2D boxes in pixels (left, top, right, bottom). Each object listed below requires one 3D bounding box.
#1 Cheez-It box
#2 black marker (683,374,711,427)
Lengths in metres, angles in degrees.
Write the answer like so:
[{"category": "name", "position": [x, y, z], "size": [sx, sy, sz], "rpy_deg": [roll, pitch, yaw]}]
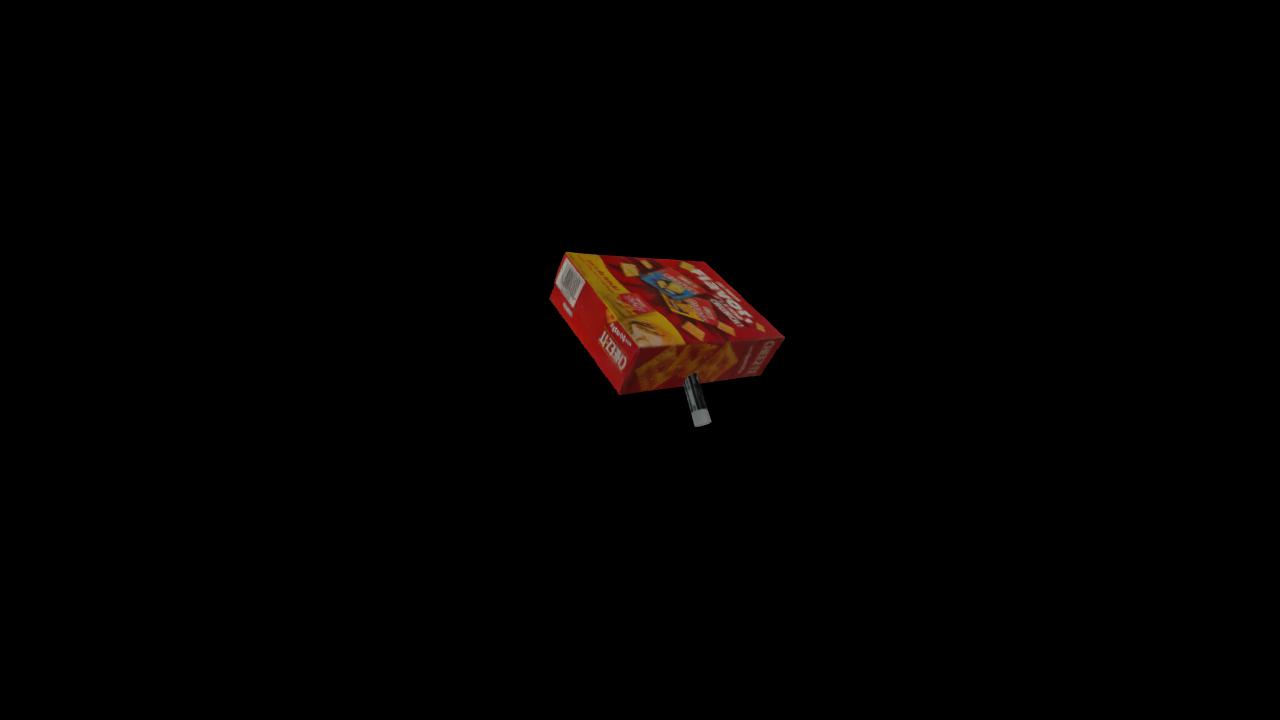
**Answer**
[{"category": "Cheez-It box", "position": [0.032, -0.048, 0.705], "size": [0.223, 0.071, 0.166], "rpy_deg": [-5, 44, -39]}, {"category": "black marker", "position": [0.051, 0.012, 0.662], "size": [0.020, 0.121, 0.020], "rpy_deg": [-14, -14, -4]}]
